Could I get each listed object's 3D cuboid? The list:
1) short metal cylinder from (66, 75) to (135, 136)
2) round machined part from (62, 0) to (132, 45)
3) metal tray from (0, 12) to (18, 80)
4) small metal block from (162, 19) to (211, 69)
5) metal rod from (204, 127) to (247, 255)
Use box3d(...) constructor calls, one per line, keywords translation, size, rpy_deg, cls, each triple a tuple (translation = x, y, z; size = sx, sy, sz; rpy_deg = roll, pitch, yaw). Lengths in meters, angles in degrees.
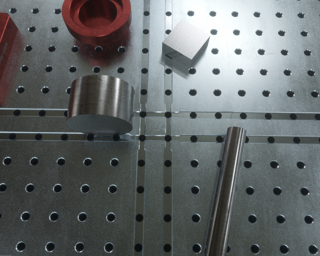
box3d(translation=(-0.074, -0.025, 0.391), size=(0.081, 0.080, 0.050), rpy_deg=(1, 70, 0), cls="short metal cylinder")
box3d(translation=(-0.091, -0.164, 0.462), size=(0.099, 0.042, 0.098), rpy_deg=(0, 70, -1), cls="round machined part")
box3d(translation=(-0.271, -0.108, 0.445), size=(0.091, 0.030, 0.130), rpy_deg=(7, 70, 2), cls="metal tray")
box3d(translation=(0.038, -0.124, 0.458), size=(0.050, 0.025, 0.050), rpy_deg=(33, 73, 11), cls="small metal block")
box3d(translation=(0.066, 0.139, 0.361), size=(0.025, 0.025, 0.299), rpy_deg=(14, 70, 4), cls="metal rod")
